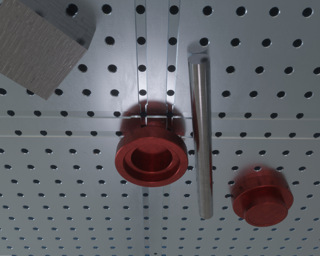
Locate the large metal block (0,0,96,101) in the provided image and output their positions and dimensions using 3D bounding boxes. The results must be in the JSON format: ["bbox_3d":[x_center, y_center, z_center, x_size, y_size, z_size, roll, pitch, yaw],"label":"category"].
[{"bbox_3d":[-0.126,-0.089,0.318,0.080,0.050,0.080,34,122,-26],"label":"large metal block"}]

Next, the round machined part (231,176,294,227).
[{"bbox_3d":[0.170,0.127,0.510,0.099,0.042,0.097,0,130,0],"label":"round machined part"}]

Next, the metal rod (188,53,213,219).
[{"bbox_3d":[0.062,0.035,0.442,0.025,0.025,0.298,-6,130,4],"label":"metal rod"}]

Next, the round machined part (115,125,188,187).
[{"bbox_3d":[-0.011,0.035,0.430,0.099,0.042,0.097,0,130,0],"label":"round machined part"}]
